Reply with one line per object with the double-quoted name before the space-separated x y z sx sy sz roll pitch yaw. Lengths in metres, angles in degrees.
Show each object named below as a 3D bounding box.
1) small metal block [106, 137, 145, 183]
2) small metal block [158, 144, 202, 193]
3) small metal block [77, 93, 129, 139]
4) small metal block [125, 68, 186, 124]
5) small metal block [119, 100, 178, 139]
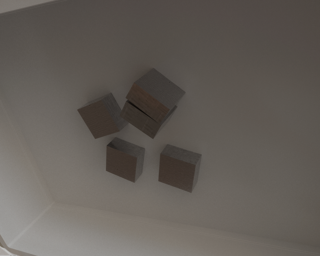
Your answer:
"small metal block" -0.053 0.048 0.466 0.050 0.025 0.050 20 126 16
"small metal block" 0.027 0.056 0.429 0.050 0.025 0.050 17 125 18
"small metal block" -0.081 -0.017 0.441 0.050 0.025 0.050 -16 110 34
"small metal block" -0.004 -0.039 0.370 0.050 0.050 0.025 38 129 3
"small metal block" -0.013 -0.021 0.387 0.050 0.050 0.025 34 129 5
